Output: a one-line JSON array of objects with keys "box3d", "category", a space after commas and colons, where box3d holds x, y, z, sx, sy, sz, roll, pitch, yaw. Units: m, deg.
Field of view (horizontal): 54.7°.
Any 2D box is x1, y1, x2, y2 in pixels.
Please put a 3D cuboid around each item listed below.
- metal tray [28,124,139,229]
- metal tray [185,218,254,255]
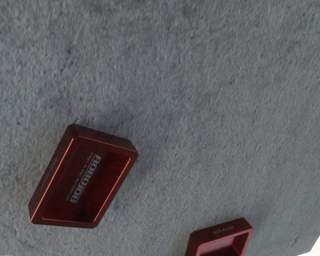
[{"box3d": [-0.097, 0.066, 0.392, 0.091, 0.030, 0.129, 20, 108, -36], "category": "metal tray"}, {"box3d": [0.116, 0.234, 0.614, 0.131, 0.030, 0.089, -6, 121, -26], "category": "metal tray"}]
